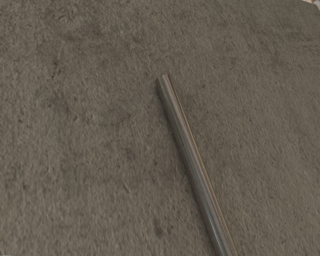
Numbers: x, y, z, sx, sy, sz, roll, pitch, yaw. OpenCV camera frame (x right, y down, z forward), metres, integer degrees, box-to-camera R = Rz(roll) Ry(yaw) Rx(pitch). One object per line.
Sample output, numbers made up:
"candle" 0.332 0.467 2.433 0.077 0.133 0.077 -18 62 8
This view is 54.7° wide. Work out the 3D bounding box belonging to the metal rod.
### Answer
"metal rod" 0.049 0.061 0.394 0.025 0.025 0.299 -5 64 -31
